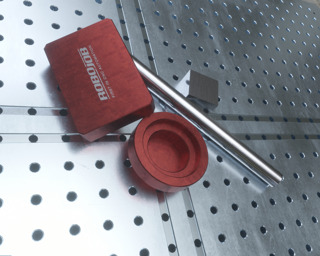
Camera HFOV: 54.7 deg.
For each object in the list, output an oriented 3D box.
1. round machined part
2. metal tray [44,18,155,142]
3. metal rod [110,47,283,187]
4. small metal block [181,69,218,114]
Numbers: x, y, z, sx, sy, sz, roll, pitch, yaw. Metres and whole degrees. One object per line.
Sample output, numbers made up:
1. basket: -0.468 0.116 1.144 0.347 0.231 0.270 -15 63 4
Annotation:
1. round machined part: 0.007 0.032 0.381 0.099 0.042 0.098 14 56 -21
2. metal tray: -0.073 -0.060 0.372 0.090 0.030 0.130 -25 72 -5
3. metal rod: 0.052 -0.016 0.445 0.300 0.025 0.025 38 51 -3
4. small metal block: 0.061 -0.055 0.474 0.050 0.025 0.050 19 54 -17
